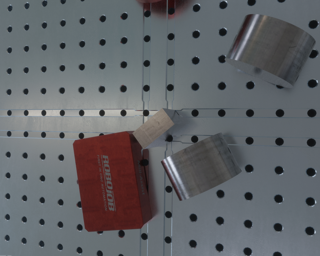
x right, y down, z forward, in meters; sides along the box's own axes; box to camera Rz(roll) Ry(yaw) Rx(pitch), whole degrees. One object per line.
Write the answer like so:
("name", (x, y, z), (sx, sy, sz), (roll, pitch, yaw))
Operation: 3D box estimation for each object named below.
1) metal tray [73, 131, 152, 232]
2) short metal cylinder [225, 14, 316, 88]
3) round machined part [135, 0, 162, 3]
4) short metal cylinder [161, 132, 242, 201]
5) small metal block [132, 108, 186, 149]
("metal tray", (-0.068, 0.074, 0.434), (0.090, 0.030, 0.129), (-10, 87, 19))
("short metal cylinder", (0.119, -0.083, 0.341), (0.080, 0.080, 0.050), (27, 99, 18))
("round machined part", (-0.009, -0.213, 0.407), (0.098, 0.042, 0.097), (0, 90, 20))
("short metal cylinder", (0.048, 0.045, 0.366), (0.080, 0.080, 0.050), (-28, 81, 18))
("small metal block", (0.000, 0.001, 0.399), (0.050, 0.050, 0.025), (-40, 78, 16))
